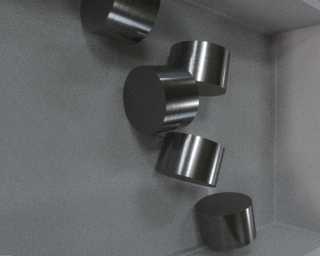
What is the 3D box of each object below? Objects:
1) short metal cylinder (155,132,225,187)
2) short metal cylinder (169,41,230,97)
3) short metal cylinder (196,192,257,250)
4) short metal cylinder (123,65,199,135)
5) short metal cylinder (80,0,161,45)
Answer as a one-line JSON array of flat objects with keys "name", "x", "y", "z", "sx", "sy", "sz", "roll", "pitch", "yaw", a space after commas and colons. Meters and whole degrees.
[{"name": "short metal cylinder", "x": 0.039, "y": 0.042, "z": 0.403, "sx": 0.080, "sy": 0.080, "sz": 0.050, "roll": 26, "pitch": 74, "yaw": -37}, {"name": "short metal cylinder", "x": 0.050, "y": -0.076, "z": 0.413, "sx": 0.081, "sy": 0.080, "sz": 0.050, "roll": 14, "pitch": 82, "yaw": -39}, {"name": "short metal cylinder", "x": 0.096, "y": 0.133, "z": 0.452, "sx": 0.081, "sy": 0.080, "sz": 0.050, "roll": -17, "pitch": 101, "yaw": -39}, {"name": "short metal cylinder", "x": 0.000, "y": -0.035, "z": 0.370, "sx": 0.050, "sy": 0.080, "sz": 0.079, "roll": -11, "pitch": 97, "yaw": -40}, {"name": "short metal cylinder", "x": -0.044, "y": -0.136, "z": 0.333, "sx": 0.050, "sy": 0.080, "sz": 0.080, "roll": 7, "pitch": 85, "yaw": -40}]
